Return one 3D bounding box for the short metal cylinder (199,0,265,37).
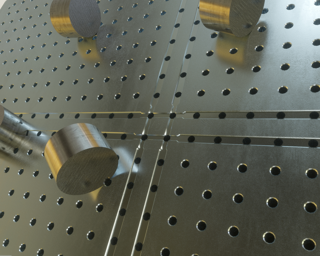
[{"bbox_3d":[0.100,-0.171,0.425,0.050,0.080,0.080,31,79,38],"label":"short metal cylinder"}]

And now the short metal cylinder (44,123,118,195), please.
[{"bbox_3d":[-0.102,0.040,0.402,0.080,0.080,0.050,-42,51,0],"label":"short metal cylinder"}]

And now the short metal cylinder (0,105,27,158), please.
[{"bbox_3d":[-0.281,0.005,0.537,0.080,0.050,0.080,-13,56,21],"label":"short metal cylinder"}]

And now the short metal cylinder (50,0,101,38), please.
[{"bbox_3d":[-0.159,-0.212,0.587,0.050,0.080,0.080,9,66,32],"label":"short metal cylinder"}]
